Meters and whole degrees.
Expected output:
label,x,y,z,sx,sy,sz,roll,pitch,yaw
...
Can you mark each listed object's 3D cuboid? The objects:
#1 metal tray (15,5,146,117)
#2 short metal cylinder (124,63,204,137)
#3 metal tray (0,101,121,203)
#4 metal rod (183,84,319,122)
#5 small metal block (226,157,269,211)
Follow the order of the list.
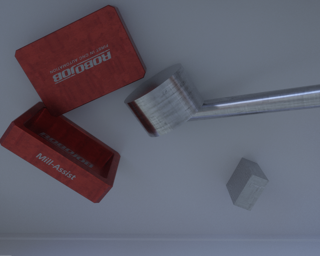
label,x,y,z,sx,sy,sz,roll,pitch,yaw
metal tray,-0.093,-0.080,0.378,0.130,0.030,0.090,-23,109,8
short metal cylinder,0.005,-0.033,0.370,0.080,0.080,0.050,-32,107,11
metal tray,-0.115,0.027,0.384,0.130,0.090,0.030,36,106,-13
metal rod,0.164,-0.034,0.334,0.300,0.025,0.025,-6,113,29
small metal block,0.119,0.077,0.428,0.025,0.050,0.050,22,109,-8
